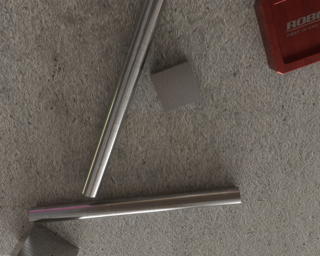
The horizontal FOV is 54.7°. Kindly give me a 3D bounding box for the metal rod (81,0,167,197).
[{"bbox_3d":[-0.048,-0.040,0.394,0.025,0.025,0.298,19,109,-7],"label":"metal rod"}]

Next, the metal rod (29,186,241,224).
[{"bbox_3d":[-0.036,0.112,0.450,0.302,0.025,0.025,-6,110,1],"label":"metal rod"}]

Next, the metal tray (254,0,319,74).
[{"bbox_3d":[0.187,-0.128,0.362,0.131,0.030,0.090,-19,109,6],"label":"metal tray"}]

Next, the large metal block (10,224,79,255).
[{"bbox_3d":[-0.175,0.199,0.451,0.080,0.080,0.050,40,105,-14],"label":"large metal block"}]

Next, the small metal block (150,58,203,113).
[{"bbox_3d":[0.020,-0.054,0.390,0.050,0.025,0.050,-20,109,7],"label":"small metal block"}]
